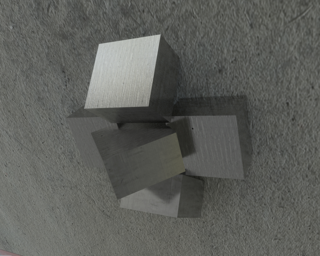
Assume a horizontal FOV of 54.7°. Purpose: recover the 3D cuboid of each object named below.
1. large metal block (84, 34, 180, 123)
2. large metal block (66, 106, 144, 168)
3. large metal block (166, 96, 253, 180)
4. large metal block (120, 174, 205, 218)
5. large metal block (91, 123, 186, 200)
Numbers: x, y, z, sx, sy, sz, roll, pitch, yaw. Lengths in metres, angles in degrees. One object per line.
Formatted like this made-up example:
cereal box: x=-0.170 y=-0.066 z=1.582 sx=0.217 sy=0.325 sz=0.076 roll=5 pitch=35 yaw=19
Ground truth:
large metal block: x=-0.029 y=-0.051 z=0.348 sx=0.080 sy=0.080 sz=0.050 roll=0 pitch=162 yaw=28
large metal block: x=-0.072 y=0.009 z=0.434 sx=0.080 sy=0.050 sz=0.080 roll=0 pitch=118 yaw=28
large metal block: x=0.059 y=0.010 z=0.363 sx=0.080 sy=0.050 sz=0.080 roll=0 pitch=119 yaw=28
large metal block: x=0.006 y=0.088 z=0.415 sx=0.080 sy=0.080 sz=0.050 roll=2 pitch=76 yaw=28
large metal block: x=-0.028 y=0.027 z=0.360 sx=0.080 sy=0.081 sz=0.050 roll=-137 pitch=29 yaw=-61
